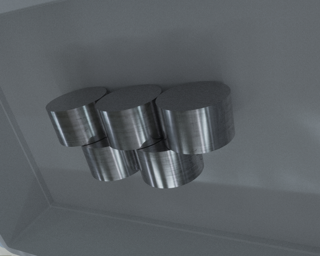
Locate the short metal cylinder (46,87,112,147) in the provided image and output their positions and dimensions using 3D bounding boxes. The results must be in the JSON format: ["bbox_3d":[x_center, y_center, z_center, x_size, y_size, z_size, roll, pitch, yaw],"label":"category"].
[{"bbox_3d":[-0.104,-0.017,0.415,0.080,0.080,0.050,1,119,28],"label":"short metal cylinder"}]

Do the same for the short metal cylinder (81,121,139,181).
[{"bbox_3d":[-0.062,0.028,0.421,0.080,0.080,0.050,1,119,28],"label":"short metal cylinder"}]

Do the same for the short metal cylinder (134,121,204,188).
[{"bbox_3d":[0.011,0.030,0.384,0.080,0.080,0.050,1,119,28],"label":"short metal cylinder"}]

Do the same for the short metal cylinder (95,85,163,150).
[{"bbox_3d":[-0.032,-0.015,0.379,0.080,0.080,0.050,1,119,28],"label":"short metal cylinder"}]

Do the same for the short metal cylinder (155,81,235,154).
[{"bbox_3d":[0.039,-0.014,0.342,0.080,0.080,0.050,2,119,27],"label":"short metal cylinder"}]
